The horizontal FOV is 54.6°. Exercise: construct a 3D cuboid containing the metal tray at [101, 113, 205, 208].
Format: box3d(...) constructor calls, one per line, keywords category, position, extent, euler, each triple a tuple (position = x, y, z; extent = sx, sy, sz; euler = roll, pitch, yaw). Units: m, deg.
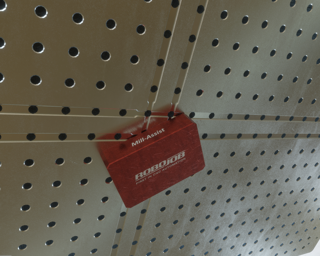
box3d(category="metal tray", position=(-0.005, 0.046, 0.433), extent=(0.131, 0.030, 0.090), euler=(-26, 128, -12))
